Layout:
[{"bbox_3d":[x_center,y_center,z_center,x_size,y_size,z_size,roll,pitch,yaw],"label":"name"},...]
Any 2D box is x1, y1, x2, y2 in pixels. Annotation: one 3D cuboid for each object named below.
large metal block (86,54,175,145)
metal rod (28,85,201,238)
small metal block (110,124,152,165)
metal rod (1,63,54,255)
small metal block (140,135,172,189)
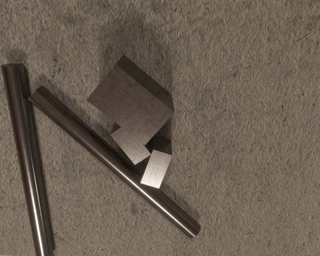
[{"bbox_3d":[-0.031,-0.037,0.367,0.080,0.080,0.050,39,105,-13],"label":"large metal block"},{"bbox_3d":[-0.053,0.055,0.429,0.025,0.025,0.300,-43,105,14],"label":"metal rod"},{"bbox_3d":[-0.036,0.012,0.400,0.025,0.050,0.050,-34,107,11],"label":"small metal block"},{"bbox_3d":[-0.179,0.062,0.430,0.025,0.025,0.298,-1,110,0],"label":"metal rod"},{"bbox_3d":[-0.005,0.043,0.413,0.025,0.050,0.050,18,109,-7],"label":"small metal block"}]
